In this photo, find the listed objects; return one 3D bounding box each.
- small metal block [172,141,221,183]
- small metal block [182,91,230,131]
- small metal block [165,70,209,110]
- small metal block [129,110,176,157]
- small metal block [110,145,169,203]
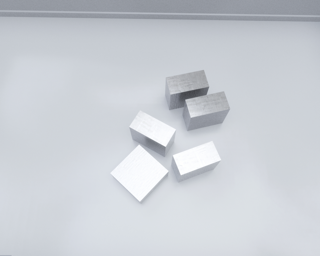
[{"bbox_3d":[0.043,0.043,0.381,0.050,0.050,0.025,-19,72,-7],"label":"small metal block"},{"bbox_3d":[0.059,-0.021,0.405,0.050,0.050,0.025,-13,71,-5],"label":"small metal block"},{"bbox_3d":[0.035,-0.050,0.415,0.050,0.050,0.025,-12,71,-5],"label":"small metal block"},{"bbox_3d":[-0.009,0.009,0.393,0.050,0.050,0.025,28,73,9],"label":"small metal block"},{"bbox_3d":[-0.025,0.058,0.388,0.050,0.025,0.050,41,75,13],"label":"small metal block"}]
